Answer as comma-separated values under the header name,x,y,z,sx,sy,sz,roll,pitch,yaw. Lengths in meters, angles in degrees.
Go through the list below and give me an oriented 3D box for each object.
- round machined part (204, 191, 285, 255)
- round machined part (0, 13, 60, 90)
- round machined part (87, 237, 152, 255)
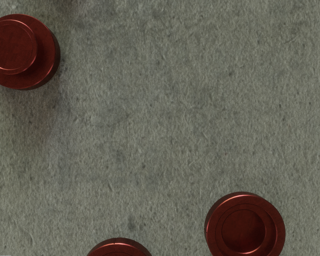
name,x,y,z,sx,sy,sz,roll,pitch,yaw
round machined part,0.106,0.131,0.403,0.099,0.042,0.097,0,90,-1
round machined part,-0.184,-0.099,0.399,0.099,0.042,0.097,0,90,-1
round machined part,-0.053,0.190,0.401,0.099,0.042,0.097,0,90,-1
